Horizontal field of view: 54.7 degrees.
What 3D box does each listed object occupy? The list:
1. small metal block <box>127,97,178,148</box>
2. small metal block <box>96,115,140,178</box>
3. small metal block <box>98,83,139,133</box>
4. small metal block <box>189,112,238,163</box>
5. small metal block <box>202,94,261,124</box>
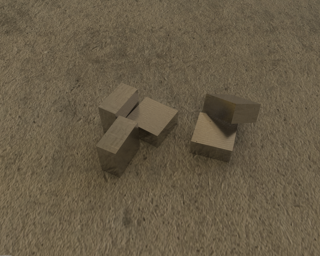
[{"bbox_3d":[-0.011,-0.009,0.410,0.050,0.025,0.050,26,55,20],"label":"small metal block"},{"bbox_3d":[-0.048,0.022,0.368,0.025,0.050,0.050,20,53,16],"label":"small metal block"},{"bbox_3d":[-0.052,-0.022,0.405,0.025,0.050,0.050,24,54,18],"label":"small metal block"},{"bbox_3d":[0.069,0.011,0.394,0.050,0.025,0.050,14,51,11],"label":"small metal block"},{"bbox_3d":[0.093,-0.026,0.402,0.050,0.025,0.050,-3,21,-38],"label":"small metal block"}]
